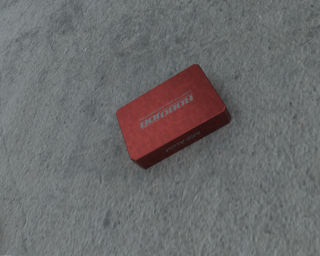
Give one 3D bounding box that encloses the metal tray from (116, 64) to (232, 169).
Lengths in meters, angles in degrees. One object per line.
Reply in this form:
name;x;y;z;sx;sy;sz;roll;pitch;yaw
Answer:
metal tray;0.013;-0.016;0.402;0.130;0.030;0.090;-30;52;8
